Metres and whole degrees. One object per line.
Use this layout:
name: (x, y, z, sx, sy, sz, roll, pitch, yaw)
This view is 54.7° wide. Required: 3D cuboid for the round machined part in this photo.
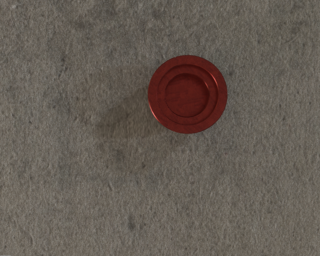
round machined part: (0.034, -0.042, 0.402, 0.099, 0.042, 0.097, 0, 90, -1)
